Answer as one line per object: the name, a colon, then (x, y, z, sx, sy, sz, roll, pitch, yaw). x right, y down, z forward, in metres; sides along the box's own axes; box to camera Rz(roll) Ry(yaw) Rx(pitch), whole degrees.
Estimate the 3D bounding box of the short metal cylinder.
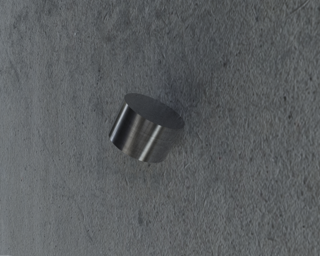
short metal cylinder: (-0.017, -0.001, 0.384, 0.080, 0.081, 0.050, 42, 116, 32)
